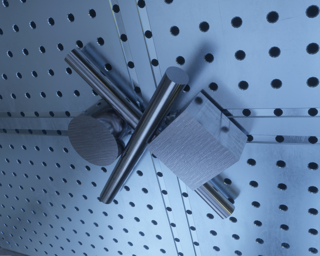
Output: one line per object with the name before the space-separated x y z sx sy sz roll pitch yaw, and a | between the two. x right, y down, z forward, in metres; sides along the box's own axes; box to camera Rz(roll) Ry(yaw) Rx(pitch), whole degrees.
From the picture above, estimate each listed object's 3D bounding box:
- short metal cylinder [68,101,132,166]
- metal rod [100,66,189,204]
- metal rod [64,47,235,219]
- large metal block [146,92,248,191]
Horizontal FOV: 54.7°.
short metal cylinder | -0.081 0.007 0.437 0.080 0.050 0.079 13 124 21
metal rod | -0.036 0.033 0.419 0.025 0.025 0.298 36 137 4
metal rod | -0.011 0.010 0.417 0.300 0.025 0.025 45 129 -4
large metal block | 0.044 0.017 0.376 0.080 0.050 0.080 44 129 -2
